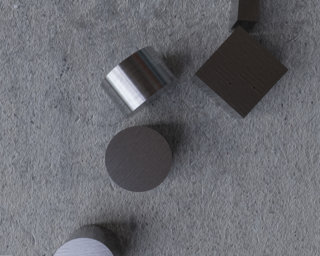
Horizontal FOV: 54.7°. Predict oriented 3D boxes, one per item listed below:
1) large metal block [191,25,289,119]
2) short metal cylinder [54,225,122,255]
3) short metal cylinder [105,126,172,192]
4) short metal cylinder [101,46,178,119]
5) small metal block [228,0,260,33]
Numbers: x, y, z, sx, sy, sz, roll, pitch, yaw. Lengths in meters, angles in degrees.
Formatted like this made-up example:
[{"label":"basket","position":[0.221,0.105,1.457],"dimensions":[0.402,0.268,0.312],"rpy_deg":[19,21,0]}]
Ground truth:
[{"label":"large metal block","position":[0.099,-0.068,0.398],"dimensions":[0.080,0.050,0.080],"rpy_deg":[42,90,0]},{"label":"short metal cylinder","position":[-0.092,0.172,0.397],"dimensions":[0.081,0.050,0.079],"rpy_deg":[0,90,0]},{"label":"short metal cylinder","position":[-0.026,0.037,0.397],"dimensions":[0.081,0.050,0.079],"rpy_deg":[0,90,0]},{"label":"short metal cylinder","position":[-0.025,-0.055,0.382],"dimensions":[0.080,0.080,0.050],"rpy_deg":[-38,90,0]},{"label":"small metal block","position":[0.108,-0.154,0.398],"dimensions":[0.025,0.050,0.050],"rpy_deg":[4,90,0]}]
